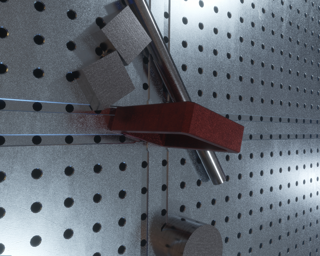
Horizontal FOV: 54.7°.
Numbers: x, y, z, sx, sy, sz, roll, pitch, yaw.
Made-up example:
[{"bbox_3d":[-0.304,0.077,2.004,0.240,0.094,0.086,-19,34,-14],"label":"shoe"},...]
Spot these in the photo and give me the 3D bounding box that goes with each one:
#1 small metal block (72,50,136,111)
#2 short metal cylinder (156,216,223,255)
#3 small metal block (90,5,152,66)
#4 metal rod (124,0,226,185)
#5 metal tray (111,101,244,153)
[{"bbox_3d":[-0.064,-0.054,0.357,0.050,0.025,0.050,-40,115,-33],"label":"small metal block"},{"bbox_3d":[0.042,0.169,0.431,0.081,0.050,0.079,0,90,-40],"label":"short metal cylinder"},{"bbox_3d":[-0.045,-0.109,0.372,0.050,0.025,0.050,52,59,-28],"label":"small metal block"},{"bbox_3d":[0.029,-0.042,0.435,0.025,0.025,0.299,-42,115,-32],"label":"metal rod"},{"bbox_3d":[0.017,0.001,0.357,0.091,0.130,0.030,20,77,-39],"label":"metal tray"}]
